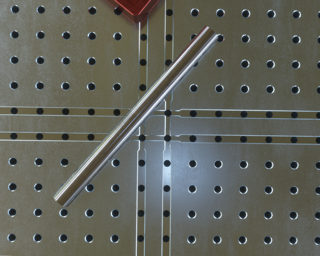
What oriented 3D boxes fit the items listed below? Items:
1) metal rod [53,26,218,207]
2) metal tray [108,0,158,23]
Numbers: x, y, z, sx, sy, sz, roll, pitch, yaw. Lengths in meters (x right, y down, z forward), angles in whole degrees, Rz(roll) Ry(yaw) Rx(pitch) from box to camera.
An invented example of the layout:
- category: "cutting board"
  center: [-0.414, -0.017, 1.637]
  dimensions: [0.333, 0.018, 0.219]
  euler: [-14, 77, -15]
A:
- category: "metal rod"
  center: [-0.032, -0.015, 0.412]
  dimensions: [0.025, 0.025, 0.300]
  euler: [42, 90, -1]
- category: "metal tray"
  center: [-0.024, -0.219, 0.410]
  dimensions: [0.090, 0.030, 0.130]
  euler: [39, 90, -1]
